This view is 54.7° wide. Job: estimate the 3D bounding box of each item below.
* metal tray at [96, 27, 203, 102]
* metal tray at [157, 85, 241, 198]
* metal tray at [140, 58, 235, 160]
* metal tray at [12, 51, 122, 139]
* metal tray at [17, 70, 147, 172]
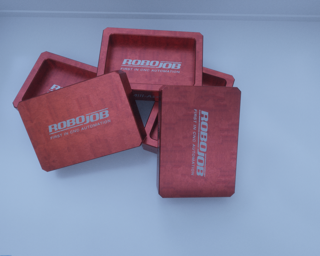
[{"bbox_3d":[-0.011,-0.082,0.403,0.131,0.030,0.090,3,70,1],"label":"metal tray"},{"bbox_3d":[0.044,0.015,0.366,0.091,0.030,0.129,1,98,-6],"label":"metal tray"},{"bbox_3d":[0.038,-0.021,0.413,0.090,0.030,0.130,18,71,6],"label":"metal tray"},{"bbox_3d":[-0.115,-0.043,0.418,0.131,0.030,0.090,19,71,6],"label":"metal tray"},{"bbox_3d":[-0.092,-0.008,0.371,0.130,0.030,0.089,-16,100,10],"label":"metal tray"}]
